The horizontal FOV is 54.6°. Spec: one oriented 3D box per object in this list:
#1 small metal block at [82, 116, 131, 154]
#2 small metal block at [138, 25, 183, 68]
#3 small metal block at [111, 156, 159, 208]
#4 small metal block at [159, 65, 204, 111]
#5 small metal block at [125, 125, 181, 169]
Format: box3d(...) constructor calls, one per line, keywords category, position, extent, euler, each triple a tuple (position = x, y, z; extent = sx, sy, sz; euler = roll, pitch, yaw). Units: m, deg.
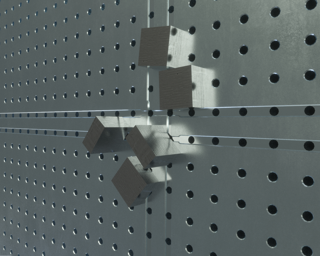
box3d(category="small metal block", position=(-0.079, 0.010, 0.460), extent=(0.025, 0.050, 0.050), euler=(47, 118, 30))
box3d(category="small metal block", position=(0.000, -0.105, 0.411), extent=(0.050, 0.025, 0.050), euler=(10, 96, 39))
box3d(category="small metal block", position=(-0.036, 0.076, 0.441), extent=(0.050, 0.025, 0.050), euler=(50, 119, 28))
box3d(category="small metal block", position=(0.026, -0.049, 0.389), extent=(0.050, 0.025, 0.050), euler=(-3, 88, 40))
box3d(category="small metal block", position=(-0.009, 0.023, 0.401), extent=(0.025, 0.050, 0.050), euler=(-50, 61, 29))
